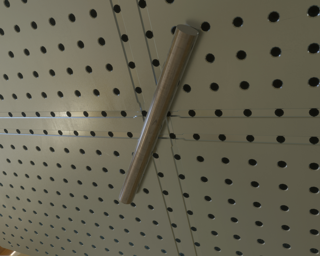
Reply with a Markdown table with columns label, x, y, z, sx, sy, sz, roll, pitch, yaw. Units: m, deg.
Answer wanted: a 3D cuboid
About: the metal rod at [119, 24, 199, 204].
| label | x | y | z | sx | sy | sz | roll | pitch | yaw |
| --- | --- | --- | --- | --- | --- | --- | --- | --- | --- |
| metal rod | -0.013 | 0.005 | 0.421 | 0.025 | 0.025 | 0.298 | 29 | 128 | 10 |
